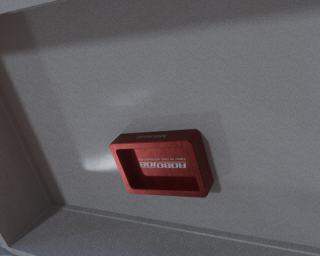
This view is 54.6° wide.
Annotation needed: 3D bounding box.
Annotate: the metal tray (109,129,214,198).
[{"bbox_3d":[0.001,0.051,0.436,0.130,0.030,0.090,-4,117,30],"label":"metal tray"}]
